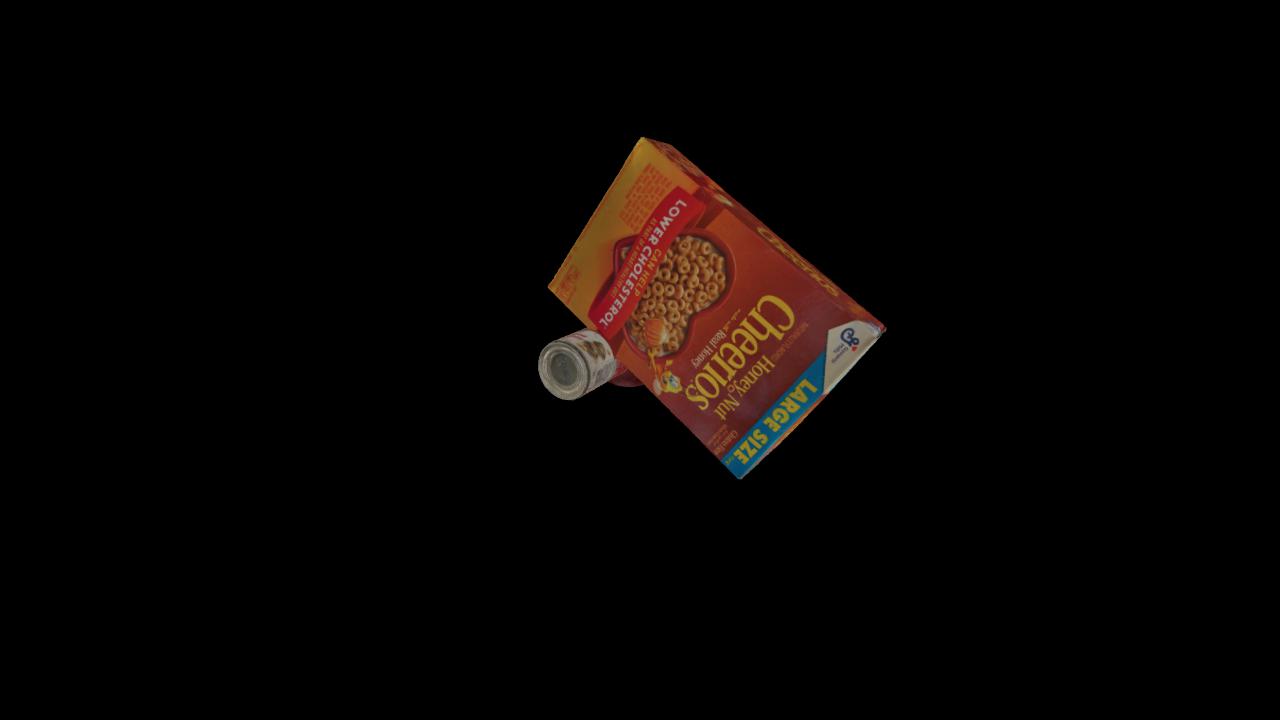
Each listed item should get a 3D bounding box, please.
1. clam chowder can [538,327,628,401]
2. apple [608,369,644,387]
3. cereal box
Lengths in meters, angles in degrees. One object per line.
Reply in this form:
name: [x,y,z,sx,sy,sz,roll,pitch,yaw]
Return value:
clam chowder can: [-0.057,-0.001,0.684,0.068,0.068,0.102,0,17,30]
apple: [-0.014,-0.004,0.750,0.093,0.079,0.079,-3,-1,24]
cereal box: [0.067,-0.055,0.644,0.306,0.203,0.081,45,28,14]
